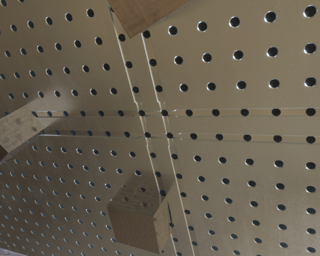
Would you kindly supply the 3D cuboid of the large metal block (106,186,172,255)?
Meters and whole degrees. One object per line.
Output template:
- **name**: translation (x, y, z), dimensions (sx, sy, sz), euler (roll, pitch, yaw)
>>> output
- **large metal block**: translation (-0.031, 0.147, 0.501), dimensions (0.080, 0.050, 0.079), euler (6, 121, 24)

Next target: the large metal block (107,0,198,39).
- **large metal block**: translation (0.007, -0.133, 0.289), dimensions (0.080, 0.080, 0.050), euler (-21, 107, 35)

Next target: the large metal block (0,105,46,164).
- **large metal block**: translation (-0.253, 0.017, 0.516), dimensions (0.080, 0.080, 0.050), euler (-33, 100, 38)
